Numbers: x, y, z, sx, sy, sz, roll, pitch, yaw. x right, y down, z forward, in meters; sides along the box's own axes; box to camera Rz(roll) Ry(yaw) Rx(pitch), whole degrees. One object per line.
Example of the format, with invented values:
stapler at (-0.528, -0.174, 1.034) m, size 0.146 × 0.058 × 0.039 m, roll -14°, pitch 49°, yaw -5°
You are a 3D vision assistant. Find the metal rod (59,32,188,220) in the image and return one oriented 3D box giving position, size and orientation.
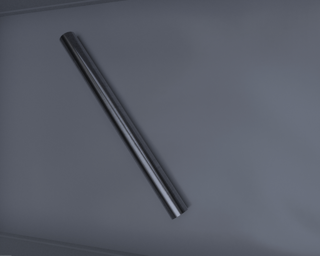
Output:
metal rod at (-0.055, -0.011, 0.428) m, size 0.025 × 0.025 × 0.299 m, roll -37°, pitch 79°, yaw 16°
